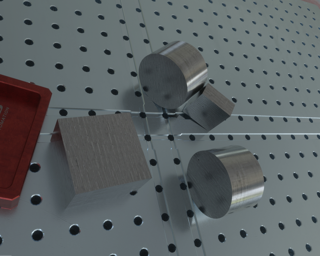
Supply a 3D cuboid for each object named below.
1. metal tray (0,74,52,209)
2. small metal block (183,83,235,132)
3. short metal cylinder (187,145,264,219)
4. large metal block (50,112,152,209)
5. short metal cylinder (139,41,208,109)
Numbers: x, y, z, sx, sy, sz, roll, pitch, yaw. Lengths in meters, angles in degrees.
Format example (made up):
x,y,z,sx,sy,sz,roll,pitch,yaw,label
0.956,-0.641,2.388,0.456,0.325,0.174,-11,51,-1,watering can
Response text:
x,y,z,sx,sy,sz,roll,pitch,yaw,label
-0.170,0.006,0.309,0.091,0.030,0.130,16,55,-19,metal tray
0.070,-0.029,0.445,0.050,0.050,0.025,37,51,-8,small metal block
0.077,0.063,0.376,0.050,0.080,0.080,-7,65,-31,short metal cylinder
-0.066,0.033,0.336,0.081,0.050,0.080,-7,65,-31,large metal block
0.018,-0.073,0.427,0.080,0.080,0.050,47,51,4,short metal cylinder
